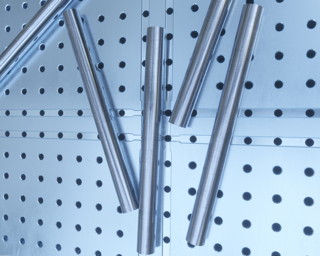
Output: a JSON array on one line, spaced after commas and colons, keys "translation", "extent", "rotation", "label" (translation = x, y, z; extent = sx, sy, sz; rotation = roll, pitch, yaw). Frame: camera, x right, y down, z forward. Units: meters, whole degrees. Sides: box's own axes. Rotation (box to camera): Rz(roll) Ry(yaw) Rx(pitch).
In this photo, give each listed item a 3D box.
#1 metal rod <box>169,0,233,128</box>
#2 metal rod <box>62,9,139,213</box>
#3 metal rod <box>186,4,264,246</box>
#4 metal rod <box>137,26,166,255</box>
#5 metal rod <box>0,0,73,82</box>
[{"translation": [0.072, -0.144, 0.386], "extent": [0.025, 0.025, 0.298], "rotation": [21, 97, 18], "label": "metal rod"}, {"translation": [-0.086, -0.028, 0.441], "extent": [0.025, 0.025, 0.299], "rotation": [-20, 84, 18], "label": "metal rod"}, {"translation": [0.079, 0.000, 0.384], "extent": [0.025, 0.025, 0.298], "rotation": [15, 95, 19], "label": "metal rod"}, {"translation": [-0.012, 0.017, 0.415], "extent": [0.025, 0.025, 0.298], "rotation": [3, 91, 19], "label": "metal rod"}, {"translation": [-0.220, -0.130, 0.488], "extent": [0.299, 0.025, 0.025], "rotation": [-41, 77, 15], "label": "metal rod"}]
